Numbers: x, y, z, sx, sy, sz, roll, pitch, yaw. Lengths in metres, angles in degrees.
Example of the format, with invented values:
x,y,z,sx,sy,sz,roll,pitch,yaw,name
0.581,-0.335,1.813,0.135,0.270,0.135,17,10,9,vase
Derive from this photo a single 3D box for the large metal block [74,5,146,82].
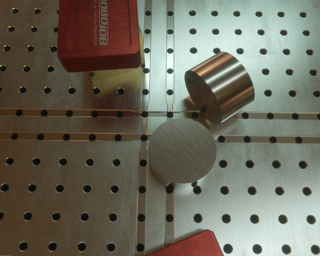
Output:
x,y,z,sx,sy,sz,roll,pitch,yaw,name
-0.068,-0.114,0.423,0.080,0.080,0.050,-17,71,-6,large metal block

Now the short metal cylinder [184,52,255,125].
x,y,z,sx,sy,sz,roll,pitch,yaw,name
0.076,-0.051,0.402,0.050,0.080,0.080,-32,73,-11,short metal cylinder

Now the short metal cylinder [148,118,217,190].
x,y,z,sx,sy,sz,roll,pitch,yaw,name
0.026,0.034,0.386,0.081,0.050,0.080,0,70,0,short metal cylinder

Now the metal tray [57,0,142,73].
x,y,z,sx,sy,sz,roll,pitch,yaw,name
-0.072,-0.133,0.371,0.091,0.030,0.130,-4,70,-2,metal tray

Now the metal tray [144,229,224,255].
x,y,z,sx,sy,sz,roll,pitch,yaw,name
0.015,0.180,0.343,0.131,0.030,0.090,-20,71,-8,metal tray
